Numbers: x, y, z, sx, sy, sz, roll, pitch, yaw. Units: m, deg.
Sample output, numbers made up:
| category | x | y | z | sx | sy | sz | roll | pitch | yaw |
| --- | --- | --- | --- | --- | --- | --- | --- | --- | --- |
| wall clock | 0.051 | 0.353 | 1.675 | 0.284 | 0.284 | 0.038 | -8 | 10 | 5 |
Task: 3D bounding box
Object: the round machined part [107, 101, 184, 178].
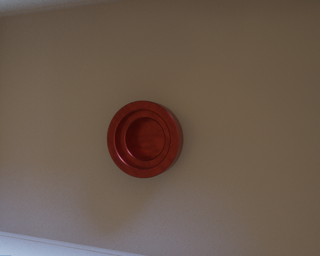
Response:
| category | x | y | z | sx | sy | sz | roll | pitch | yaw |
| --- | --- | --- | --- | --- | --- | --- | --- | --- | --- |
| round machined part | -0.016 | 0.014 | 0.408 | 0.098 | 0.042 | 0.097 | 0 | 90 | 20 |
